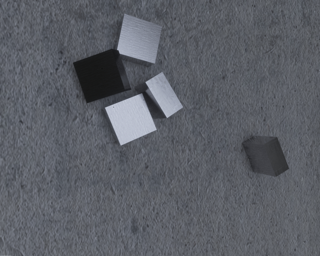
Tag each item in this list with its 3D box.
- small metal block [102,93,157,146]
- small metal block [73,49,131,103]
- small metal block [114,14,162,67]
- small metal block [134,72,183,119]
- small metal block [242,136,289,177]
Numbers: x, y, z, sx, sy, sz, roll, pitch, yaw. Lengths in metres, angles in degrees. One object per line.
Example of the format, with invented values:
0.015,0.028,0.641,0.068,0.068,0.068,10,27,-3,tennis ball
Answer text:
-0.039,-0.011,0.394,0.050,0.025,0.050,-24,98,-19,small metal block
-0.069,-0.062,0.371,0.050,0.025,0.050,-16,97,13,small metal block
-0.029,-0.111,0.398,0.050,0.025,0.050,12,86,-20,small metal block
-0.003,-0.040,0.394,0.025,0.050,0.050,-35,102,-17,small metal block
0.153,0.040,0.452,0.025,0.050,0.050,-26,99,-18,small metal block
